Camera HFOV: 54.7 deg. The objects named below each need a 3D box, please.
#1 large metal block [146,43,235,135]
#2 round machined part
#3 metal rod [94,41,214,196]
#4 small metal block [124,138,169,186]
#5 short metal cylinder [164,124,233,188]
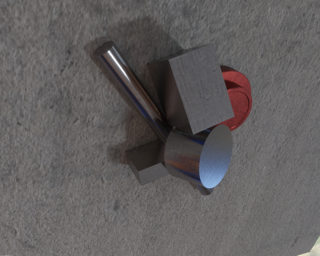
[{"bbox_3d":[0.032,-0.045,0.350,0.050,0.080,0.080,-23,105,-13],"label":"large metal block"},{"bbox_3d":[0.086,-0.032,0.426,0.099,0.042,0.097,-14,125,-21],"label":"round machined part"},{"bbox_3d":[0.010,0.009,0.421,0.025,0.025,0.300,-39,130,-3],"label":"metal rod"},{"bbox_3d":[-0.013,0.044,0.414,0.050,0.050,0.025,-20,126,-18],"label":"small metal block"},{"bbox_3d":[0.050,0.030,0.392,0.081,0.050,0.079,-19,115,-48],"label":"short metal cylinder"}]
